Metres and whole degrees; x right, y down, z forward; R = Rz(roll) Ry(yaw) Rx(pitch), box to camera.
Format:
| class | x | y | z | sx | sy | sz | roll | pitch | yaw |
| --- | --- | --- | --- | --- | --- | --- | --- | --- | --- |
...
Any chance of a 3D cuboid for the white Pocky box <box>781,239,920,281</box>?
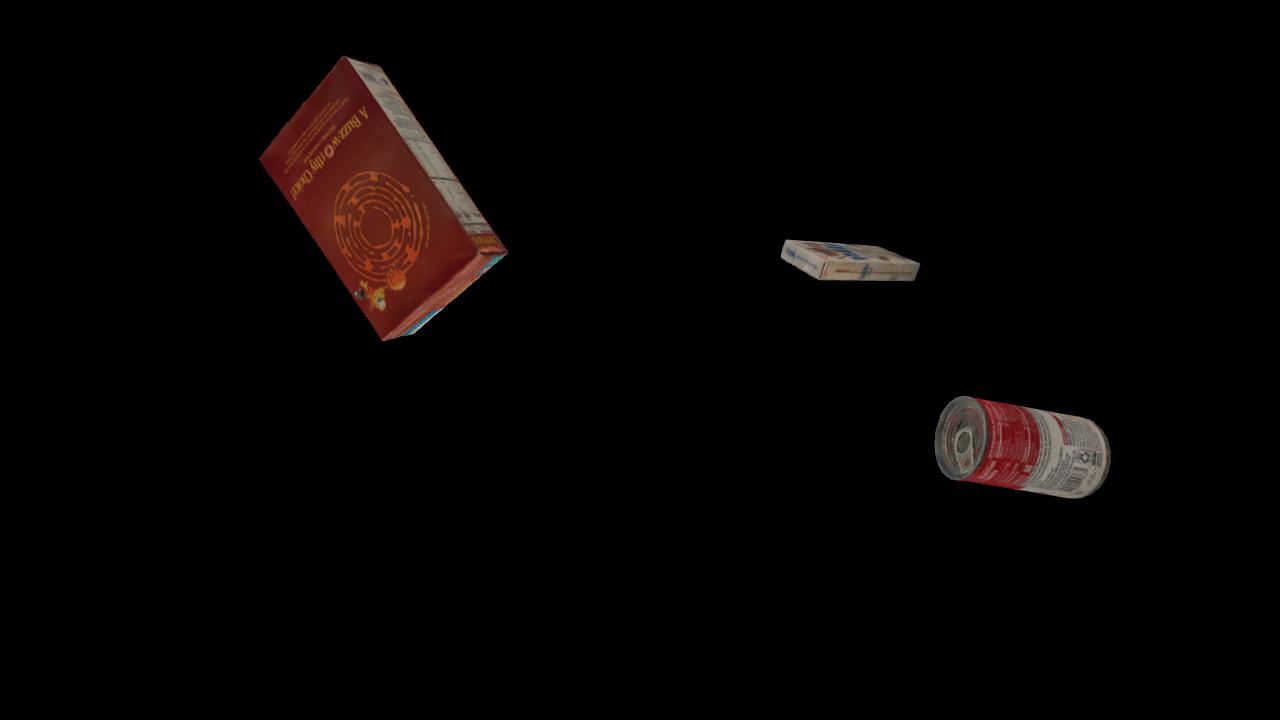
| class | x | y | z | sx | sy | sz | roll | pitch | yaw |
| --- | --- | --- | --- | --- | --- | --- | --- | --- | --- |
| white Pocky box | 0.263 | -0.123 | 0.771 | 0.154 | 0.028 | 0.084 | -2 | 28 | -24 |

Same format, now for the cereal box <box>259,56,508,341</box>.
| class | x | y | z | sx | sy | sz | roll | pitch | yaw |
| --- | --- | --- | --- | --- | --- | --- | --- | --- | --- |
| cereal box | -0.343 | -0.205 | 0.819 | 0.203 | 0.306 | 0.081 | -35 | 0 | 22 |

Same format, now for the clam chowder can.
| class | x | y | z | sx | sy | sz | roll | pitch | yaw |
| --- | --- | --- | --- | --- | --- | --- | --- | --- | --- |
| clam chowder can | 0.301 | 0.070 | 0.489 | 0.102 | 0.068 | 0.068 | 10 | -1 | -3 |
